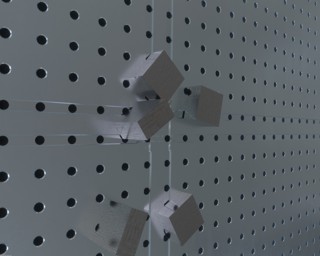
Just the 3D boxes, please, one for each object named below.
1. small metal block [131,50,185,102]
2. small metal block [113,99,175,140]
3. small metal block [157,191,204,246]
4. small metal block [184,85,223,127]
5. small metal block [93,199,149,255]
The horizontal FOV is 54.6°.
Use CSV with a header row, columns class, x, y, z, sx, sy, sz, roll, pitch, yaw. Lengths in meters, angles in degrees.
class,x,y,z,sx,sy,sz,roll,pitch,yaw
small metal block,-0.002,-0.065,0.407,0.050,0.025,0.050,50,61,-28
small metal block,-0.019,-0.011,0.376,0.050,0.050,0.025,-41,115,-32
small metal block,0.030,0.126,0.433,0.050,0.025,0.050,-36,112,-34
small metal block,0.066,-0.031,0.463,0.050,0.025,0.050,16,80,-39
small metal block,-0.045,0.114,0.354,0.025,0.050,0.050,30,72,-36
